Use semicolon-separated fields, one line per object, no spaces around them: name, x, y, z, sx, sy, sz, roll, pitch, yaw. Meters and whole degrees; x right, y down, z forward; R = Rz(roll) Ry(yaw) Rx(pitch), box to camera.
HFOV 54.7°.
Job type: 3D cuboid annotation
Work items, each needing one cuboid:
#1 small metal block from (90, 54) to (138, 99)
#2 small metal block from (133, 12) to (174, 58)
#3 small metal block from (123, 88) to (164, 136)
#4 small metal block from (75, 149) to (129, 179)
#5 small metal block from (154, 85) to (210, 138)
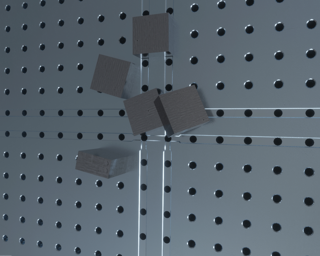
small metal block;-0.064;-0.071;0.434;0.050;0.025;0.050;18;96;18
small metal block;-0.008;-0.123;0.415;0.050;0.025;0.050;0;90;19
small metal block;-0.015;-0.021;0.417;0.050;0.025;0.050;-19;84;18
small metal block;-0.079;0.047;0.426;0.050;0.050;0.025;13;94;19
small metal block;0.027;-0.021;0.389;0.050;0.025;0.050;-19;82;-20
